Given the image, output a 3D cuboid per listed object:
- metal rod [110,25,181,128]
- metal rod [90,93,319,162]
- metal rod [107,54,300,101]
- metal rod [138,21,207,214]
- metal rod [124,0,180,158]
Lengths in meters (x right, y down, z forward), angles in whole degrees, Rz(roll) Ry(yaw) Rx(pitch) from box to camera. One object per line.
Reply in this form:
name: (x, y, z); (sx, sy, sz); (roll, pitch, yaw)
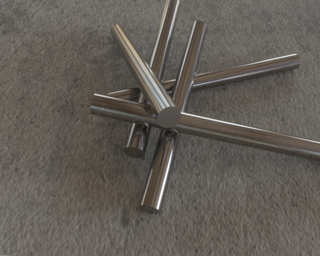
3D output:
metal rod: (-0.033, -0.090, 0.427); (0.025, 0.025, 0.300); (-13, 36, -11)
metal rod: (0.071, 0.003, 0.365); (0.302, 0.025, 0.025); (12, 50, -5)
metal rod: (0.073, -0.072, 0.464); (0.302, 0.025, 0.025); (-14, 52, -12)
metal rod: (0.025, -0.036, 0.408); (0.025, 0.025, 0.300); (11, 58, 9)
metal rod: (-0.004, -0.092, 0.443); (0.025, 0.025, 0.300); (8, 55, 6)
